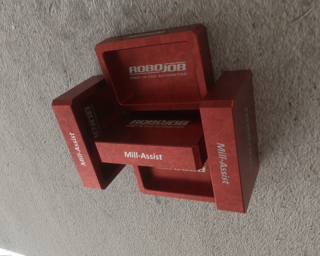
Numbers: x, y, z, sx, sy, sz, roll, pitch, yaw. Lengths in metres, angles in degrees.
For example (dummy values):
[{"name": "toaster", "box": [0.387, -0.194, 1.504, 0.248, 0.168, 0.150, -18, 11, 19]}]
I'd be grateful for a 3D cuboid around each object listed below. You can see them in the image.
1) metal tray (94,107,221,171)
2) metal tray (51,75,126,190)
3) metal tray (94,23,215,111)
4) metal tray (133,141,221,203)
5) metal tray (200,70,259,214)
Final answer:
[{"name": "metal tray", "box": [0.000, 0.008, 0.373, 0.130, 0.090, 0.030, 1, 120, 27]}, {"name": "metal tray", "box": [-0.082, 0.005, 0.413, 0.030, 0.090, 0.129, 1, 119, 27]}, {"name": "metal tray", "box": [-0.005, -0.067, 0.367, 0.130, 0.030, 0.089, 0, 122, 28]}, {"name": "metal tray", "box": [0.025, 0.053, 0.426, 0.130, 0.030, 0.089, 1, 118, 27]}, {"name": "metal tray", "box": [0.080, 0.013, 0.332, 0.030, 0.090, 0.129, 1, 119, 28]}]
